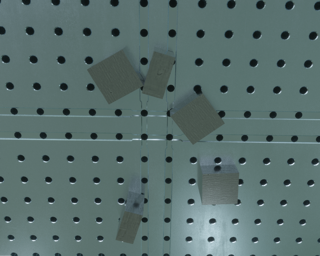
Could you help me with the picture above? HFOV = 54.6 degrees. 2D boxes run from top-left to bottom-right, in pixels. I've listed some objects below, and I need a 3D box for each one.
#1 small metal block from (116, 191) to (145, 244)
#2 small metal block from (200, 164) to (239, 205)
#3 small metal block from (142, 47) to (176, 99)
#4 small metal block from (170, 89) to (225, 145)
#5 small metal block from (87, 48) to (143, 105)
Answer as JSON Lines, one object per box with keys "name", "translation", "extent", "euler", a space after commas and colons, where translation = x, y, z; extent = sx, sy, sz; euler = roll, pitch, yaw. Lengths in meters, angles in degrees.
{"name": "small metal block", "translation": [-0.042, 0.128, 0.447], "extent": [0.025, 0.050, 0.050], "euler": [16, 109, -6]}
{"name": "small metal block", "translation": [0.084, 0.081, 0.444], "extent": [0.050, 0.025, 0.050], "euler": [-2, 110, 0]}
{"name": "small metal block", "translation": [-0.002, -0.068, 0.375], "extent": [0.025, 0.050, 0.050], "euler": [16, 109, -6]}
{"name": "small metal block", "translation": [0.048, -0.015, 0.408], "extent": [0.050, 0.025, 0.050], "euler": [-35, 107, 12]}
{"name": "small metal block", "translation": [-0.054, -0.065, 0.389], "extent": [0.050, 0.025, 0.050], "euler": [-27, 108, 9]}
